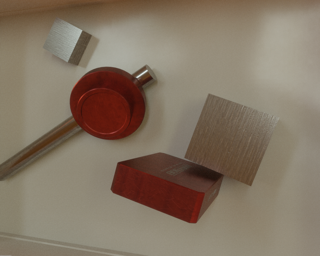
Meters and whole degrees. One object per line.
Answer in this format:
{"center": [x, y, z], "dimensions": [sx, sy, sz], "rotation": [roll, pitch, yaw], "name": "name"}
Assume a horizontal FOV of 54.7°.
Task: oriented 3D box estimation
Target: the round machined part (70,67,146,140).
{"center": [-0.068, -0.026, 0.402], "dimensions": [0.099, 0.042, 0.097], "rotation": [1, 116, 2], "name": "round machined part"}

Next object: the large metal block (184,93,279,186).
{"center": [0.085, 0.012, 0.367], "dimensions": [0.080, 0.050, 0.080], "rotation": [22, 97, 18], "name": "large metal block"}

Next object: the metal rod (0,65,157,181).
{"center": [-0.135, 0.000, 0.456], "dimensions": [0.300, 0.025, 0.025], "rotation": [-31, 80, 17], "name": "metal rod"}

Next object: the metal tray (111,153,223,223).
{"center": [0.016, 0.060, 0.348], "dimensions": [0.090, 0.130, 0.030], "rotation": [17, 96, 19], "name": "metal tray"}

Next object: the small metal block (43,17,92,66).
{"center": [-0.137, -0.128, 0.457], "dimensions": [0.050, 0.025, 0.050], "rotation": [31, 100, 17], "name": "small metal block"}
